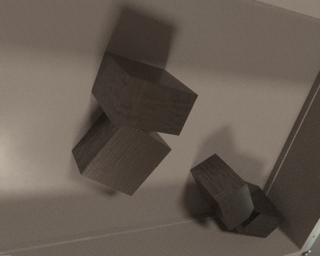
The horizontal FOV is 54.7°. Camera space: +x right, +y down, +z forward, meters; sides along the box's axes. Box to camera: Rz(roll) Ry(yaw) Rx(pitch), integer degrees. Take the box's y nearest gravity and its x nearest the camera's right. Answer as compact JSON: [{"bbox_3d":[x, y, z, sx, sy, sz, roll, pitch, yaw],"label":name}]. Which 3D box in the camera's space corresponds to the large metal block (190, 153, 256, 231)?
[{"bbox_3d":[0.100,0.101,0.492,0.050,0.080,0.080,-32,129,-8],"label":"large metal block"}]

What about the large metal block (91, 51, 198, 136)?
[{"bbox_3d":[-0.020,-0.038,0.340,0.081,0.080,0.050,10,113,-33],"label":"large metal block"}]

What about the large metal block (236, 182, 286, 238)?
[{"bbox_3d":[0.158,0.141,0.545,0.080,0.080,0.050,23,114,-37],"label":"large metal block"}]

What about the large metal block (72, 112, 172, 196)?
[{"bbox_3d":[-0.047,0.028,0.385,0.080,0.050,0.080,-50,129,7],"label":"large metal block"}]
